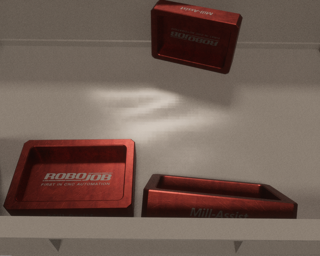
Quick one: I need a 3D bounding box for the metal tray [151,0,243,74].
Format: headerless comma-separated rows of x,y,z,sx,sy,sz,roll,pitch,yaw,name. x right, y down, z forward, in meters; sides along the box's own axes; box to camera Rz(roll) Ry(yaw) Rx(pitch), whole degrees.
0.053,-0.140,0.481,0.131,0.089,0.030,15,52,12,metal tray

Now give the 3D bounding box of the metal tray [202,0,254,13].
0.133,-0.286,0.646,0.091,0.030,0.130,-4,50,-4,metal tray

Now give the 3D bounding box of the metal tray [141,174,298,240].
0.052,0.072,0.304,0.131,0.090,0.030,5,91,4,metal tray

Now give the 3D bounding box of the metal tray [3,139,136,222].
-0.095,0.057,0.352,0.131,0.030,0.090,0,50,-1,metal tray
